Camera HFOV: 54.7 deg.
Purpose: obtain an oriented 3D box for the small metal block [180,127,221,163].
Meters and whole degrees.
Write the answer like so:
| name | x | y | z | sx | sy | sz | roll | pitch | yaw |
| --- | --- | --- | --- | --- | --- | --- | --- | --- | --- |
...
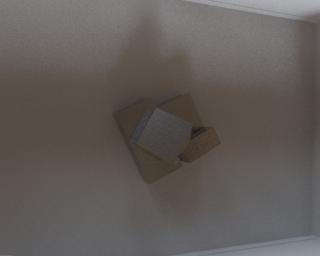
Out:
| name | x | y | z | sx | sy | sz | roll | pitch | yaw |
| --- | --- | --- | --- | --- | --- | --- | --- | --- | --- |
| small metal block | 0.044 | 0.021 | 0.413 | 0.050 | 0.050 | 0.025 | -30 | 100 | -19 |

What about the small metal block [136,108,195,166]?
| name | x | y | z | sx | sy | sz | roll | pitch | yaw |
| --- | --- | --- | --- | --- | --- | --- | --- | --- | --- |
| small metal block | 0.008 | 0.011 | 0.373 | 0.050 | 0.025 | 0.050 | 25 | 79 | 16 |

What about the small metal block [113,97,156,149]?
| name | x | y | z | sx | sy | sz | roll | pitch | yaw |
| --- | --- | --- | --- | --- | --- | --- | --- | --- | --- |
| small metal block | -0.026 | -0.006 | 0.400 | 0.050 | 0.025 | 0.050 | -26 | 99 | -18 |

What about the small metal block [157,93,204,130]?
| name | x | y | z | sx | sy | sz | roll | pitch | yaw |
| --- | --- | --- | --- | --- | --- | --- | --- | --- | --- |
| small metal block | 0.024 | -0.014 | 0.419 | 0.050 | 0.025 | 0.050 | -26 | 99 | -18 |

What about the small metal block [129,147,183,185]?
| name | x | y | z | sx | sy | sz | roll | pitch | yaw |
| --- | --- | --- | --- | --- | --- | --- | --- | --- | --- |
| small metal block | -0.006 | 0.039 | 0.408 | 0.050 | 0.025 | 0.050 | -26 | 99 | -18 |
